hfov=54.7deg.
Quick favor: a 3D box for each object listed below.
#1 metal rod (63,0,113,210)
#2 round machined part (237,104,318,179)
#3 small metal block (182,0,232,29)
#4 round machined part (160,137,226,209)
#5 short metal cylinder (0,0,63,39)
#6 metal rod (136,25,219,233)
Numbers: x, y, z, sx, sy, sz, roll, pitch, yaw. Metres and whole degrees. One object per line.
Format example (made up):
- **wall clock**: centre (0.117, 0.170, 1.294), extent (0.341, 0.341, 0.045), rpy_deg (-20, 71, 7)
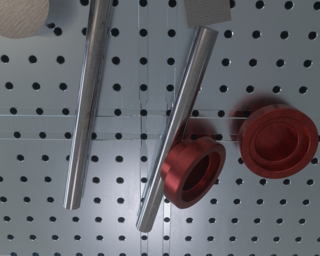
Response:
- **metal rod**: centre (-0.096, -0.024, 0.403), extent (0.025, 0.025, 0.298), rpy_deg (12, 110, -5)
- **round machined part**: centre (0.151, 0.015, 0.411), extent (0.099, 0.042, 0.097), rpy_deg (0, 110, 0)
- **small metal block**: centre (0.053, -0.146, 0.360), extent (0.050, 0.025, 0.050), rpy_deg (-10, 110, 3)
- **round machined part**: centre (0.039, 0.053, 0.406), extent (0.042, 0.099, 0.097), rpy_deg (34, 113, 34)
- **short metal cylinder**: centre (-0.156, -0.143, 0.346), extent (0.081, 0.050, 0.079), rpy_deg (0, 110, 0)
- **metal rod**: centre (0.015, 0.019, 0.408), extent (0.025, 0.025, 0.298), rpy_deg (14, 114, -5)
